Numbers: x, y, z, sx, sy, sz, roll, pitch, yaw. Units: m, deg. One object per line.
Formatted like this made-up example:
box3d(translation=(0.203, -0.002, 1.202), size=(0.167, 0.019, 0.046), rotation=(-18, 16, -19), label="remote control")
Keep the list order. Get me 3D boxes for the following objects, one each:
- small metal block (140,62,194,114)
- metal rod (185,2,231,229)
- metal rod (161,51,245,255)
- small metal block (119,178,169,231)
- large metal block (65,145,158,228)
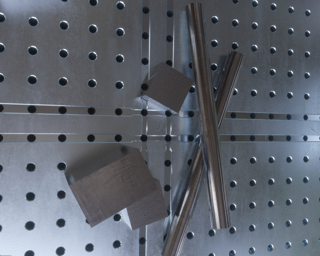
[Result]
box3d(translation=(0.010, -0.053, 0.416), size=(0.050, 0.025, 0.050), rotation=(28, 81, -18), label="small metal block")
box3d(translation=(0.063, -0.020, 0.415), size=(0.025, 0.025, 0.298), rotation=(-4, 84, -20), label="metal rod")
box3d(translation=(0.062, 0.033, 0.435), size=(0.025, 0.025, 0.299), rotation=(22, 83, -19), label="metal rod")
box3d(translation=(-0.022, 0.098, 0.405), size=(0.050, 0.025, 0.050), rotation=(-16, 95, -19), label="small metal block")
box3d(translation=(-0.060, 0.062, 0.361), size=(0.081, 0.080, 0.050), rotation=(-27, 99, -18), label="large metal block")
